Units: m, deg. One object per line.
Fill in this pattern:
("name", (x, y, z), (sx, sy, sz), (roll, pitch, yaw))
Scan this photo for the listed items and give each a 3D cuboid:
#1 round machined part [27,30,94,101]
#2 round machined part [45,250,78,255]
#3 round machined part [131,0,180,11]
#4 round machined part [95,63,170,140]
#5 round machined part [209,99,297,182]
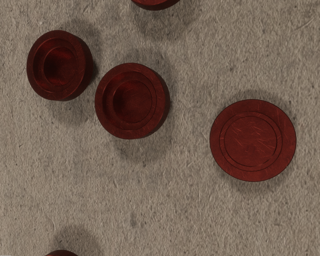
("round machined part", (-0.138, -0.087, 0.447), (0.098, 0.042, 0.097), (0, 90, 19))
("round machined part", (-0.136, 0.224, 0.446), (0.098, 0.042, 0.097), (0, 90, 19))
("round machined part", (-0.002, -0.200, 0.400), (0.098, 0.042, 0.097), (0, 90, 19))
("round machined part", (-0.033, -0.034, 0.411), (0.098, 0.042, 0.097), (0, 90, 19))
("round machined part", (0.107, 0.015, 0.362), (0.098, 0.042, 0.097), (0, 90, 19))
